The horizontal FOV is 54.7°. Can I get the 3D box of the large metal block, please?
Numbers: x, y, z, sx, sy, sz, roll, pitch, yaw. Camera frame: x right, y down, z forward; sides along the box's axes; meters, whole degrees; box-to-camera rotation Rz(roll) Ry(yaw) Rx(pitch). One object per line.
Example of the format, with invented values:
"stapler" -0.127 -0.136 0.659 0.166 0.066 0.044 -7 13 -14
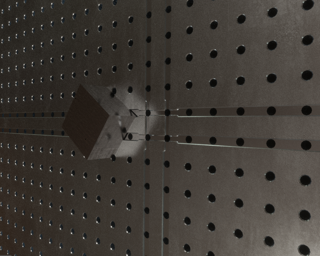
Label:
"large metal block" -0.095 -0.010 0.469 0.080 0.050 0.080 44 116 30
